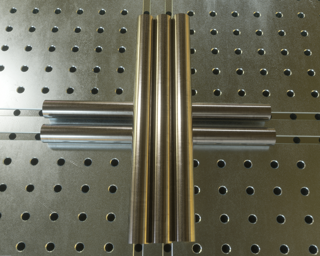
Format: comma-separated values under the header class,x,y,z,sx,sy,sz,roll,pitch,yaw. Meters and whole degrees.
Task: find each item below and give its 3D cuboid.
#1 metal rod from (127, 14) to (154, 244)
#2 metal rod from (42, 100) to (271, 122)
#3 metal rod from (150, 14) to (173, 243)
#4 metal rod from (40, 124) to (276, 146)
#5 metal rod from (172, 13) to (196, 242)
class,x,y,z,sx,sy,sz,roll,pitch,yaw
metal rod,-0.022,-0.014,0.390,0.025,0.025,0.299,1,70,0
metal rod,-0.004,-0.023,0.420,0.302,0.025,0.025,1,70,0
metal rod,0.003,-0.014,0.391,0.025,0.025,0.299,1,70,0
metal rod,-0.002,0.009,0.408,0.302,0.025,0.025,1,70,0
metal rod,0.028,-0.016,0.392,0.025,0.025,0.299,1,70,0
